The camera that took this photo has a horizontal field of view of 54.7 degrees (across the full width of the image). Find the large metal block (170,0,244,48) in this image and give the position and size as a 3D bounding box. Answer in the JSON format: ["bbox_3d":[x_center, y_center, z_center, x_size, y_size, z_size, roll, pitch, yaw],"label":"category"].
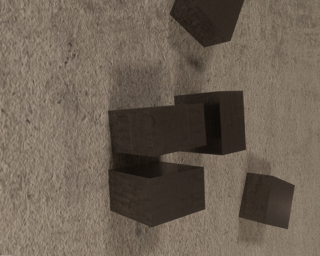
[{"bbox_3d":[0.071,-0.178,0.450,0.080,0.050,0.080,33,70,-36],"label":"large metal block"}]

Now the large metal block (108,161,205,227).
[{"bbox_3d":[-0.004,0.073,0.367,0.081,0.080,0.050,-4,93,-40],"label":"large metal block"}]

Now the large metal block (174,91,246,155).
[{"bbox_3d":[0.068,-0.008,0.428,0.050,0.080,0.079,-7,95,-40],"label":"large metal block"}]

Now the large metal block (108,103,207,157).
[{"bbox_3d":[-0.004,0.000,0.368,0.081,0.080,0.050,-9,96,-40],"label":"large metal block"}]

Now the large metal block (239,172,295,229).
[{"bbox_3d":[0.192,0.130,0.553,0.080,0.050,0.080,24,75,-38],"label":"large metal block"}]
